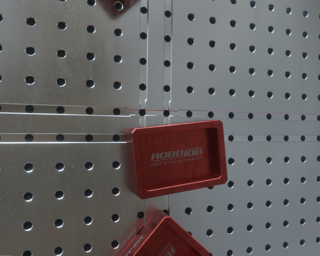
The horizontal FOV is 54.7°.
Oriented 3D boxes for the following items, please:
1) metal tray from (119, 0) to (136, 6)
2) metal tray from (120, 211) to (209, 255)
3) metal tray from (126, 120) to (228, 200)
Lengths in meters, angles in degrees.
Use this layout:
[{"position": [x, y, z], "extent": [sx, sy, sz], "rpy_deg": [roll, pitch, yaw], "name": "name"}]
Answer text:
[{"position": [-0.024, -0.229, 0.382], "extent": [0.130, 0.030, 0.090], "rpy_deg": [-43, 98, -3], "name": "metal tray"}, {"position": [-0.007, 0.188, 0.408], "extent": [0.090, 0.030, 0.130], "rpy_deg": [46, 76, -15], "name": "metal tray"}, {"position": [0.025, 0.039, 0.420], "extent": [0.131, 0.030, 0.089], "rpy_deg": [-6, 92, -20], "name": "metal tray"}]
